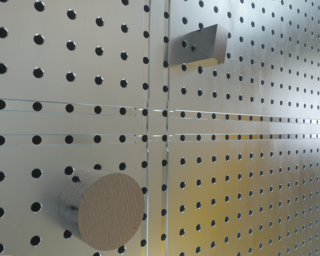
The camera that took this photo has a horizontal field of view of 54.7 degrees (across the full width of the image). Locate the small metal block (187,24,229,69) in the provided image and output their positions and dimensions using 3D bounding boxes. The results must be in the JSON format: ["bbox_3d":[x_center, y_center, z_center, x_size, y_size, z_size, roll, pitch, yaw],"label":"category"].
[{"bbox_3d":[0.069,-0.118,0.453,0.025,0.050,0.050,15,81,-40],"label":"small metal block"}]

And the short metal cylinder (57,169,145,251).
[{"bbox_3d":[-0.064,0.087,0.341,0.081,0.050,0.079,0,90,-40],"label":"short metal cylinder"}]
